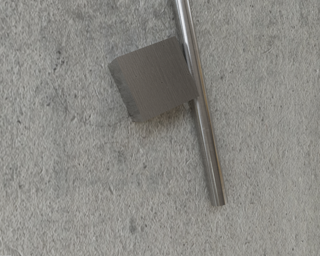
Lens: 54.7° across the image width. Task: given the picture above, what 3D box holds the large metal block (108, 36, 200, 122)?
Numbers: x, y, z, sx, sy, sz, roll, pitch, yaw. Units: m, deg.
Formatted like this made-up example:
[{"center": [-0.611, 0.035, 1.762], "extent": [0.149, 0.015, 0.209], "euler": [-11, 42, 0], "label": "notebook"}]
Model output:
[{"center": [-0.009, -0.060, 0.393], "extent": [0.081, 0.050, 0.080], "euler": [-26, 99, -19], "label": "large metal block"}]

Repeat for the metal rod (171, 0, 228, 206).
[{"center": [0.055, -0.039, 0.430], "extent": [0.025, 0.025, 0.298], "euler": [-13, 95, -20], "label": "metal rod"}]
